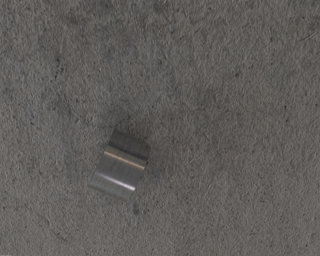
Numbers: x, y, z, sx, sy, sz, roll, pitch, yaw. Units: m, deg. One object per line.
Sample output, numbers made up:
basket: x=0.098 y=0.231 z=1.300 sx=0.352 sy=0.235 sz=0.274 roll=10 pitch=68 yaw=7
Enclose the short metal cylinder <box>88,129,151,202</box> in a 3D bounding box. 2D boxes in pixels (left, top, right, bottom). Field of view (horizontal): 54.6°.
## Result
short metal cylinder: x=-0.052 y=0.047 z=0.397 sx=0.050 sy=0.080 sz=0.080 roll=25 pitch=108 yaw=-9
